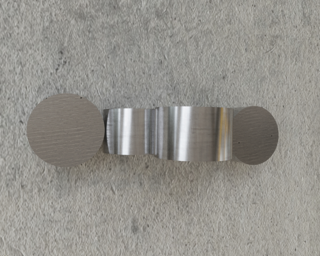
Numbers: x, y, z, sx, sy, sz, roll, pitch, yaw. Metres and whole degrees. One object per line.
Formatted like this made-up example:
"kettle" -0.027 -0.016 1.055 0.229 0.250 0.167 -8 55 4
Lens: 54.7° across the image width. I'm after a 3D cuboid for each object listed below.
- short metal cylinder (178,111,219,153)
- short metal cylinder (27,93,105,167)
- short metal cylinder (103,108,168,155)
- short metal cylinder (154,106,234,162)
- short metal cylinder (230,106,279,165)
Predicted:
"short metal cylinder" 0.048 0.005 0.399 0.081 0.080 0.050 0 89 -20
"short metal cylinder" -0.109 0.002 0.357 0.081 0.050 0.080 0 90 -21
"short metal cylinder" -0.028 0.004 0.371 0.081 0.080 0.050 0 90 -20
"short metal cylinder" 0.034 0.005 0.320 0.081 0.080 0.050 1 91 -20
"short metal cylinder" 0.119 0.010 0.440 0.081 0.050 0.080 0 91 -21
